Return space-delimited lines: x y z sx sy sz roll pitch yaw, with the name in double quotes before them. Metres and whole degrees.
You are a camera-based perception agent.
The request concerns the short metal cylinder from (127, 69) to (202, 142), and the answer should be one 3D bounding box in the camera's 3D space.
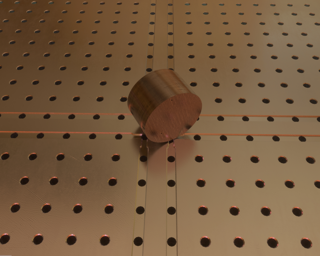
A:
"short metal cylinder" 0.006 -0.028 0.394 0.081 0.080 0.050 -22 53 -18
